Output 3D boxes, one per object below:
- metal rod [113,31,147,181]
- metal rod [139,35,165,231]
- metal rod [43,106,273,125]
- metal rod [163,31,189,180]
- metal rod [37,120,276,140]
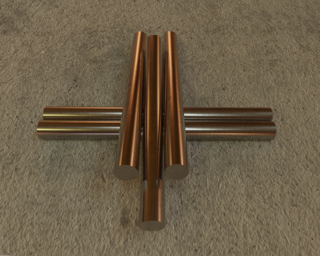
[{"bbox_3d":[-0.034,-0.055,0.423,0.025,0.025,0.300,0,42,0],"label":"metal rod"},{"bbox_3d":[-0.008,-0.022,0.389,0.025,0.025,0.300,0,50,-1],"label":"metal rod"},{"bbox_3d":[-0.002,-0.016,0.419,0.302,0.025,0.025,0,50,-1],"label":"metal rod"},{"bbox_3d":[0.017,-0.056,0.424,0.025,0.025,0.300,0,42,0],"label":"metal rod"},{"bbox_3d":[-0.004,0.003,0.403,0.302,0.025,0.025,0,50,-1],"label":"metal rod"}]
